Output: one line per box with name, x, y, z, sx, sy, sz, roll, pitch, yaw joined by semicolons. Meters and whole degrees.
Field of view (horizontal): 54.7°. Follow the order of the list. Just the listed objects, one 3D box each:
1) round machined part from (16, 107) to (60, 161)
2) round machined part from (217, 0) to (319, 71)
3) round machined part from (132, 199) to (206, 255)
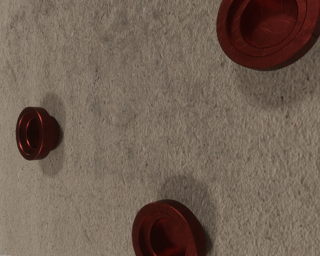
round machined part;-0.224;0.010;0.575;0.098;0.042;0.097;0;90;39
round machined part;0.109;-0.104;0.303;0.098;0.042;0.097;0;90;39
round machined part;0.015;0.136;0.380;0.098;0.042;0.097;0;90;39
